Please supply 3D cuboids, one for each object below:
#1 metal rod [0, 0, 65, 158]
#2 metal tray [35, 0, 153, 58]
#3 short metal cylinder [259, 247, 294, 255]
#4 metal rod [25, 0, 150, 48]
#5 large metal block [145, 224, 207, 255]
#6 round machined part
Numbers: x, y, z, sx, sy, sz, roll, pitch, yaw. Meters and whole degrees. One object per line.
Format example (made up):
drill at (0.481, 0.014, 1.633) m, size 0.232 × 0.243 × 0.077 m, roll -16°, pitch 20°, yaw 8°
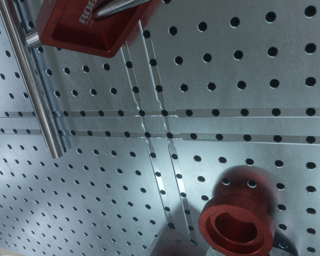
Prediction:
metal rod at (-0.194, -0.085, 0.457) m, size 0.025 × 0.025 × 0.298 m, roll 6°, pitch 121°, yaw 25°
metal tray at (-0.061, -0.133, 0.317) m, size 0.129 × 0.091 × 0.030 m, roll -44°, pitch 56°, yaw 39°
short metal cylinder at (0.152, 0.210, 0.433) m, size 0.080 × 0.050 × 0.079 m, roll 10°, pitch 133°, yaw 11°
metal rod at (-0.056, -0.132, 0.331) m, size 0.300 × 0.025 × 0.025 m, roll -5°, pitch 116°, yaw 38°
large metal block at (0.018, 0.219, 0.500) m, size 0.080 × 0.080 × 0.050 m, roll 35°, pitch 129°, yaw 5°
round machined part at (0.106, 0.129, 0.424) m, size 0.098 × 0.042 × 0.097 m, roll 13°, pitch 124°, yaw 20°
